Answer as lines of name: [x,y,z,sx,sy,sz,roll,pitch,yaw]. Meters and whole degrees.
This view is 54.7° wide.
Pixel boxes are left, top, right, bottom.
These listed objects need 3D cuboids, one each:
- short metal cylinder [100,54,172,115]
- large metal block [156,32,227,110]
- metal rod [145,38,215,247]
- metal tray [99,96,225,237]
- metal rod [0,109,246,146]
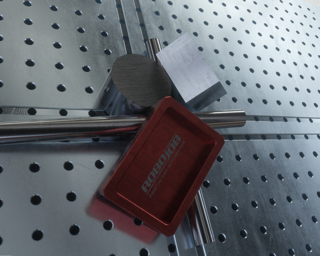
short metal cylinder: [-0.032,-0.049,0.404,0.081,0.050,0.080,14,56,-21]
large metal block: [0.047,-0.075,0.438,0.080,0.050,0.080,60,14,14]
metal rod: [0.020,0.001,0.418,0.025,0.025,0.299,1,62,-28]
metal tray: [0.005,0.041,0.349,0.090,0.030,0.130,37,71,-12]
metal rod: [-0.027,-0.004,0.375,0.303,0.025,0.025,-4,64,-22]
